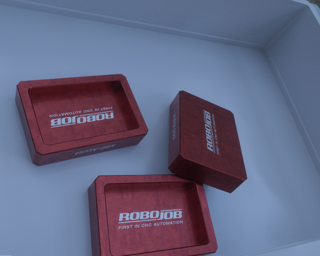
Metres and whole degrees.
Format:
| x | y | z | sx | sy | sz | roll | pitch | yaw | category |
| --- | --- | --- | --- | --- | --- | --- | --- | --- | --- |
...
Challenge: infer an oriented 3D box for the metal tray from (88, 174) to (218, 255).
| x | y | z | sx | sy | sz | roll | pitch | yaw | category |
| --- | --- | --- | --- | --- | --- | --- | --- | --- | --- |
| -0.008 | 0.098 | 0.337 | 0.131 | 0.030 | 0.090 | 3 | 60 | -27 | metal tray |

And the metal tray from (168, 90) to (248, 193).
| x | y | z | sx | sy | sz | roll | pitch | yaw | category |
| --- | --- | --- | --- | --- | --- | --- | --- | --- | --- |
| 0.059 | 0.013 | 0.405 | 0.091 | 0.030 | 0.130 | 22 | 39 | -15 | metal tray |

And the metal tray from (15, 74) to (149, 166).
| x | y | z | sx | sy | sz | roll | pitch | yaw | category |
| --- | --- | --- | --- | --- | --- | --- | --- | --- | --- |
| -0.089 | -0.015 | 0.363 | 0.131 | 0.030 | 0.090 | -11 | 67 | -33 | metal tray |
